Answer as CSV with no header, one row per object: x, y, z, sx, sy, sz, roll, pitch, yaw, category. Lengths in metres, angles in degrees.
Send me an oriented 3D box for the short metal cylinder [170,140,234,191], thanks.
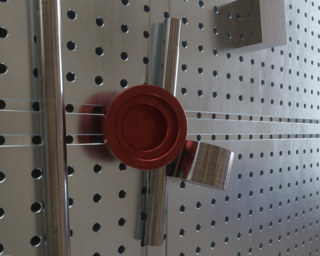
0.057,0.052,0.423,0.080,0.080,0.050,23,75,-38,short metal cylinder

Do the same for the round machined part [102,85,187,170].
-0.020,0.000,0.370,0.099,0.042,0.097,1,87,-21,round machined part

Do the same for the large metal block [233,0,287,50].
0.177,-0.184,0.544,0.081,0.050,0.079,-10,97,-40,large metal block

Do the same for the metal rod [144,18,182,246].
0.005,0.002,0.414,0.025,0.025,0.298,8,85,-40,metal rod

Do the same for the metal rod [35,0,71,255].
-0.109,0.010,0.318,0.025,0.025,0.298,-3,92,-40,metal rod
